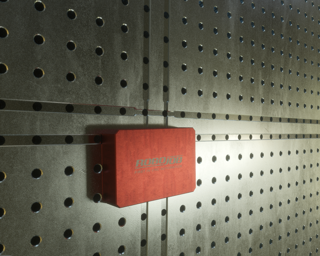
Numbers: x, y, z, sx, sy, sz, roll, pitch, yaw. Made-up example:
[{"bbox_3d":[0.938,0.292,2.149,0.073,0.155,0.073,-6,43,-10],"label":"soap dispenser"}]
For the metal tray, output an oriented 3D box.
[{"bbox_3d":[-0.009,0.045,0.400,0.131,0.030,0.089,-2,91,-40],"label":"metal tray"}]
